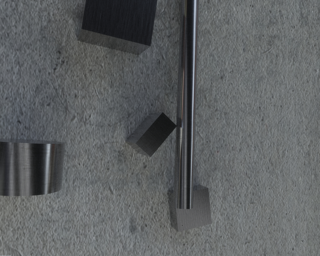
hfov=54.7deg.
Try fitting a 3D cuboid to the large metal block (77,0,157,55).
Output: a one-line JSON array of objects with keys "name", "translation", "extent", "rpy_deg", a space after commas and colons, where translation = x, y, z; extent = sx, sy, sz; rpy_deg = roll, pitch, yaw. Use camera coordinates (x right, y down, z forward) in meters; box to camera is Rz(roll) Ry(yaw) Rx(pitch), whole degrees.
[{"name": "large metal block", "translation": [-0.051, -0.142, 0.377], "extent": [0.081, 0.050, 0.080], "rpy_deg": [9, 87, -20]}]

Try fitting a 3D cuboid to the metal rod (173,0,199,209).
[{"name": "metal rod", "translation": [0.036, -0.047, 0.409], "extent": [0.025, 0.025, 0.298], "rpy_deg": [5, 83, -20]}]

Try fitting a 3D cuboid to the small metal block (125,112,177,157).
[{"name": "small metal block", "translation": [-0.012, 0.008, 0.392], "extent": [0.025, 0.050, 0.050], "rpy_deg": [44, 76, -15]}]

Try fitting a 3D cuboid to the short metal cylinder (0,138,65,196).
[{"name": "short metal cylinder", "translation": [-0.144, 0.038, 0.327], "extent": [0.081, 0.080, 0.050], "rpy_deg": [4, 89, -20]}]

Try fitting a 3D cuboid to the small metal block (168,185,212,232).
[{"name": "small metal block", "translation": [0.041, 0.109, 0.426], "extent": [0.050, 0.025, 0.050], "rpy_deg": [-6, 92, -20]}]
